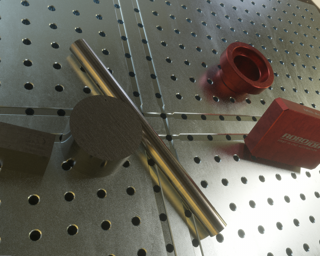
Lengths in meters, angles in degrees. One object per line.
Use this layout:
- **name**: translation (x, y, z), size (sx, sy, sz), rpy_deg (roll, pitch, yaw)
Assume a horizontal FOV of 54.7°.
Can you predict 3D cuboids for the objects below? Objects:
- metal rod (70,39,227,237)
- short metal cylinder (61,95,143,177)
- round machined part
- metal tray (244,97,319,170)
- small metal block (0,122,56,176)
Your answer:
- **metal rod**: translation (-0.020, 0.006, 0.394), size (0.025, 0.025, 0.300), rpy_deg (-31, 79, -38)
- **short metal cylinder**: translation (-0.067, 0.010, 0.351), size (0.081, 0.050, 0.080), rpy_deg (14, 56, -21)
- **round machined part**: translation (0.145, -0.098, 0.538), size (0.099, 0.042, 0.098), rpy_deg (14, 56, -21)
- **metal tray**: translation (0.207, 0.012, 0.470), size (0.131, 0.089, 0.030), rpy_deg (14, 35, -21)
- **small metal block**: translation (-0.135, 0.022, 0.306), size (0.050, 0.050, 0.025), rpy_deg (15, 56, -20)
